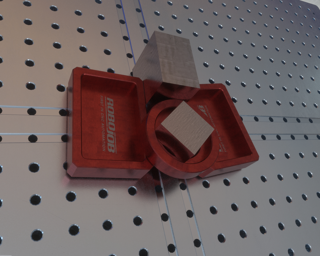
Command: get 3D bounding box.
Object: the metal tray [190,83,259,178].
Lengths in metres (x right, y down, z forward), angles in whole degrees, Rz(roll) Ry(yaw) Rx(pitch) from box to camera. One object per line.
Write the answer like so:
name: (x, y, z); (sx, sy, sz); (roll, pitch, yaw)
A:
metal tray: (0.075, -0.001, 0.441); (0.091, 0.030, 0.130); (-7, 65, -31)

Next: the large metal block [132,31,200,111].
large metal block: (0.004, -0.066, 0.411); (0.050, 0.080, 0.080); (6, 59, -25)

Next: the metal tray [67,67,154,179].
metal tray: (-0.061, -0.007, 0.371); (0.091, 0.030, 0.130); (6, 59, -25)

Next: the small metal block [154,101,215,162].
small metal block: (0.028, 0.004, 0.362); (0.050, 0.025, 0.050); (43, 51, 1)

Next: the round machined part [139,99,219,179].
round machined part: (0.020, 0.017, 0.381); (0.099, 0.042, 0.098); (14, 56, -21)
